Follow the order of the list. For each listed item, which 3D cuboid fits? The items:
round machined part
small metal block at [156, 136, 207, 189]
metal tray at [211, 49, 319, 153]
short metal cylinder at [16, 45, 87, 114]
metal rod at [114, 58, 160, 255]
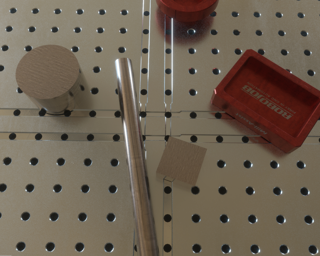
[{"bbox_3d":[0.042,-0.203,0.478,0.099,0.042,0.098,0,70,-1],"label":"round machined part"},{"bbox_3d":[0.027,0.044,0.396,0.050,0.025,0.050,19,71,6],"label":"small metal block"},{"bbox_3d":[0.149,-0.039,0.425,0.130,0.030,0.090,36,74,12],"label":"metal tray"},{"bbox_3d":[-0.144,-0.065,0.420,0.081,0.050,0.080,0,70,-1],"label":"short metal cylinder"},{"bbox_3d":[-0.030,0.045,0.394,0.025,0.025,0.299,-8,70,-3],"label":"metal rod"}]
